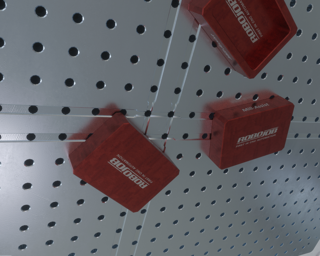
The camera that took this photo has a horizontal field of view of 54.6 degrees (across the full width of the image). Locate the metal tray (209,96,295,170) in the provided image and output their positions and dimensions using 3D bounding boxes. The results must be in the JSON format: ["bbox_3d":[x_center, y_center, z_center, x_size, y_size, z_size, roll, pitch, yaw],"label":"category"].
[{"bbox_3d":[0.144,0.007,0.490,0.131,0.030,0.089,-14,124,-21],"label":"metal tray"}]

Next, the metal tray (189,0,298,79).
[{"bbox_3d":[0.107,-0.134,0.382,0.090,0.030,0.130,-48,129,5],"label":"metal tray"}]

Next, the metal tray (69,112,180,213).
[{"bbox_3d":[-0.043,0.051,0.415,0.090,0.030,0.130,-43,129,1],"label":"metal tray"}]
